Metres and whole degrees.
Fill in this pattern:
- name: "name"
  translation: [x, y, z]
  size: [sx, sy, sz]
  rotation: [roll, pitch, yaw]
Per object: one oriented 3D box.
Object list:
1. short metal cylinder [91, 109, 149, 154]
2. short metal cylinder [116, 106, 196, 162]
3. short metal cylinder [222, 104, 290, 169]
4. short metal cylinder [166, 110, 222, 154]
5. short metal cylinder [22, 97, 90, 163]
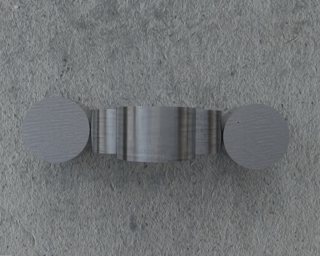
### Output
- name: "short metal cylinder"
  translation: [-0.044, 0.004, 0.383]
  size: [0.081, 0.080, 0.050]
  rotation: [0, 90, 0]
- name: "short metal cylinder"
  translation: [-0.004, 0.005, 0.314]
  size: [0.081, 0.080, 0.050]
  rotation: [1, 91, 0]
- name: "short metal cylinder"
  translation: [0.116, 0.010, 0.399]
  size: [0.081, 0.050, 0.080]
  rotation: [0, 91, -1]
- name: "short metal cylinder"
  translation: [0.036, 0.005, 0.384]
  size: [0.081, 0.080, 0.050]
  rotation: [0, 89, 0]
- name: "short metal cylinder"
  translation: [-0.125, 0.002, 0.397]
  size: [0.081, 0.050, 0.080]
  rotation: [0, 90, -1]
